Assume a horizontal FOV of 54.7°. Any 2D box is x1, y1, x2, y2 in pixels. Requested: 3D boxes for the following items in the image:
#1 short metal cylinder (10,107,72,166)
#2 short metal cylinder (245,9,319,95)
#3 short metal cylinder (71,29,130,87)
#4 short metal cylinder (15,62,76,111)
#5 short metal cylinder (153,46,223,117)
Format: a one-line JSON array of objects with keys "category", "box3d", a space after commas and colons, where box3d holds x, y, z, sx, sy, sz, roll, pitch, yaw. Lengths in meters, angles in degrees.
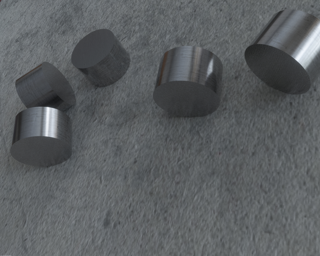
[{"category": "short metal cylinder", "box3d": [-0.169, 0.014, 0.446, 0.080, 0.080, 0.050, -22, 54, 15]}, {"category": "short metal cylinder", "box3d": [0.143, -0.082, 0.344, 0.080, 0.080, 0.050, 33, 80, 38]}, {"category": "short metal cylinder", "box3d": [-0.096, -0.114, 0.506, 0.080, 0.050, 0.080, -13, 56, 20]}, {"category": "short metal cylinder", "box3d": [-0.182, -0.059, 0.498, 0.050, 0.080, 0.080, -30, 52, 9]}, {"category": "short metal cylinder", "box3d": [0.035, -0.055, 0.383, 0.080, 0.080, 0.050, -4, 60, 26]}]
